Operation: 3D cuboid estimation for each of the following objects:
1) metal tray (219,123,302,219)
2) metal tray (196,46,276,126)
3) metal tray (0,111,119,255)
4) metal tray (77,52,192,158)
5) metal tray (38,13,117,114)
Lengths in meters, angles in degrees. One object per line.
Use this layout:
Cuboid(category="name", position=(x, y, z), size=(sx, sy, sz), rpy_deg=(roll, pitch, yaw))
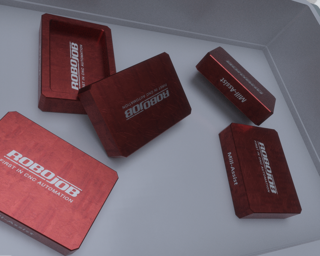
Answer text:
Cuboid(category="metal tray", position=(0.140, 0.060, 0.441), size=(0.091, 0.030, 0.130), rpy_deg=(8, 58, -24))
Cuboid(category="metal tray", position=(0.124, -0.070, 0.492), size=(0.130, 0.030, 0.090), rpy_deg=(44, 30, 2))
Cuboid(category="metal tray", position=(-0.119, 0.053, 0.306), size=(0.130, 0.030, 0.090), rpy_deg=(33, 51, -7))
Cuboid(category="metal tray", position=(-0.025, -0.032, 0.386), size=(0.131, 0.030, 0.090), rpy_deg=(-34, 105, -38))
Cuboid(category="metal tray", position=(-0.105, -0.081, 0.394), size=(0.091, 0.030, 0.130), rpy_deg=(4, 60, -26))
